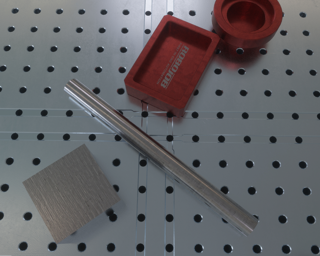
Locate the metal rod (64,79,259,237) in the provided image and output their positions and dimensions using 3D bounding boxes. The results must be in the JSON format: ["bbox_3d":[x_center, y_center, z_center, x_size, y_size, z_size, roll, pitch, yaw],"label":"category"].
[{"bbox_3d":[-0.007,0.030,0.400,0.300,0.025,0.025,37,74,12],"label":"metal rod"}]

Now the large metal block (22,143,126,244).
[{"bbox_3d":[-0.099,0.079,0.369,0.080,0.050,0.080,-33,74,-11],"label":"large metal block"}]

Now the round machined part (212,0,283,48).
[{"bbox_3d":[0.126,-0.160,0.462,0.099,0.042,0.098,0,70,0],"label":"round machined part"}]

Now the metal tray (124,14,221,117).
[{"bbox_3d":[0.019,-0.091,0.442,0.090,0.030,0.130,26,72,9],"label":"metal tray"}]
